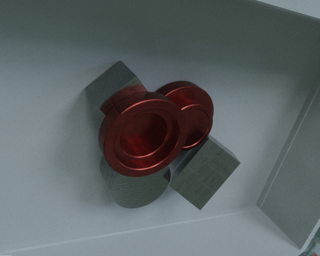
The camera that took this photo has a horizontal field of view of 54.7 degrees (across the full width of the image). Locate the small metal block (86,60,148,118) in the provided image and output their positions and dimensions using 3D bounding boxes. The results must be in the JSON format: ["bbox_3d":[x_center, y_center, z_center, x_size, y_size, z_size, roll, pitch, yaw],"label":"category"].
[{"bbox_3d":[-0.048,-0.042,0.339,0.050,0.050,0.025,-39,130,-2],"label":"small metal block"}]

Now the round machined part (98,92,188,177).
[{"bbox_3d":[-0.022,0.004,0.350,0.099,0.042,0.097,-14,125,-21],"label":"round machined part"}]

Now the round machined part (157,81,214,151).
[{"bbox_3d":[0.030,-0.009,0.406,0.099,0.042,0.097,-14,125,-21],"label":"round machined part"}]

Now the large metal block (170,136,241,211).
[{"bbox_3d":[0.061,0.056,0.432,0.050,0.080,0.080,39,97,2],"label":"large metal block"}]

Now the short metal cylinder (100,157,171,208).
[{"bbox_3d":[-0.033,0.059,0.410,0.081,0.050,0.079,-14,125,-21],"label":"short metal cylinder"}]
